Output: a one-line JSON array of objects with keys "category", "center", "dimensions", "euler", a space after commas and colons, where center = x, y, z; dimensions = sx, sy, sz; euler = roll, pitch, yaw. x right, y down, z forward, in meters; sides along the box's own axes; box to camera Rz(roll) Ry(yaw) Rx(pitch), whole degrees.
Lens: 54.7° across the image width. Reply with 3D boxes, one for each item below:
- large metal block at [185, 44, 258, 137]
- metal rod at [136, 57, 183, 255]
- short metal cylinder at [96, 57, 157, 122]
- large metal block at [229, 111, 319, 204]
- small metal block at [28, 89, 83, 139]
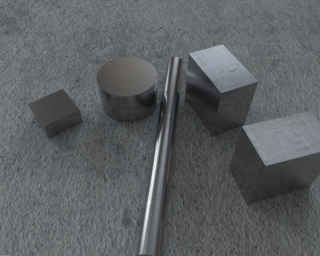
[{"category": "large metal block", "center": [0.076, -0.050, 0.410], "dimensions": [0.050, 0.080, 0.080], "euler": [-19, 53, -15]}, {"category": "metal rod", "center": [0.007, 0.012, 0.393], "dimensions": [0.025, 0.025, 0.300], "euler": [5, 50, 4]}, {"category": "short metal cylinder", "center": [-0.044, -0.054, 0.432], "dimensions": [0.081, 0.050, 0.080], "euler": [0, 50, 0]}, {"category": "large metal block", "center": [0.130, 0.034, 0.340], "dimensions": [0.081, 0.080, 0.050], "euler": [-12, 51, -10]}, {"category": "small metal block", "center": [-0.141, -0.020, 0.419], "dimensions": [0.050, 0.025, 0.050], "euler": [-30, 56, -23]}]
